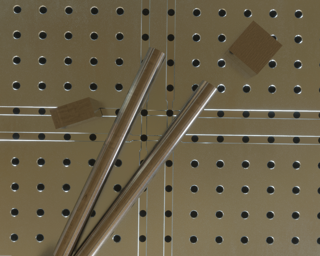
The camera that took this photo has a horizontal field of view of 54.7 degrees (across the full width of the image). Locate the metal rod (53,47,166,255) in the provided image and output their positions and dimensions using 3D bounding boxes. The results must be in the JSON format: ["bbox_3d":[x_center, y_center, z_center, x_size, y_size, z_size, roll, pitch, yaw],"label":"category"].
[{"bbox_3d":[-0.067,0.034,0.412,0.025,0.025,0.299,25,90,0],"label":"metal rod"}]

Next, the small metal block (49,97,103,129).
[{"bbox_3d":[-0.106,-0.018,0.400,0.050,0.050,0.025,-18,90,0],"label":"small metal block"}]

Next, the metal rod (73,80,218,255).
[{"bbox_3d":[-0.022,0.064,0.413,0.025,0.025,0.299,36,90,0],"label":"metal rod"}]

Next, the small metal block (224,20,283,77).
[{"bbox_3d":[0.124,-0.105,0.414,0.050,0.025,0.050,41,90,0],"label":"small metal block"}]
